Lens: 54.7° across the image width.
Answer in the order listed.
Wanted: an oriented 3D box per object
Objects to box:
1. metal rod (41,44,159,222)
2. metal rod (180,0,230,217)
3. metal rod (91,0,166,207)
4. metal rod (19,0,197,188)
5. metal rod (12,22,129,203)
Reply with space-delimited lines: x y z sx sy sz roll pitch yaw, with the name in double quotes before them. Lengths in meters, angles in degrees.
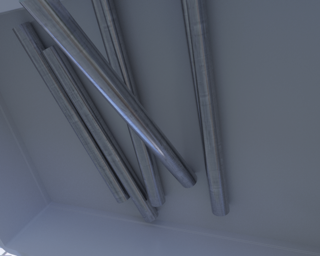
"metal rod" -0.081 0.018 0.460 0.025 0.025 0.299 -16 110 34
"metal rod" 0.057 -0.016 0.367 0.025 0.025 0.298 2 120 27
"metal rod" -0.035 -0.017 0.414 0.025 0.025 0.298 1 119 27
"metal rod" -0.028 -0.015 0.334 0.025 0.025 0.300 -6 141 31
"metal rod" -0.124 -0.012 0.464 0.025 0.025 0.299 -15 111 34
